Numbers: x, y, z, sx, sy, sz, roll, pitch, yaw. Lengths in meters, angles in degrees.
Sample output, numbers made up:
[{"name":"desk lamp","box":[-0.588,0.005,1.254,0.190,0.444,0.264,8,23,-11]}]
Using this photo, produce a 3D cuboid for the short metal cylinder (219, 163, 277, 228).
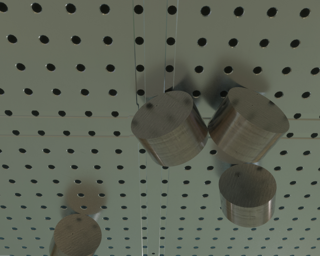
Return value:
[{"name":"short metal cylinder","box":[0.130,0.100,0.463,0.080,0.080,0.050,-8,130,6]}]

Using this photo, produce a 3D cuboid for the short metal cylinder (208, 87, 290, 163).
[{"name":"short metal cylinder","box":[0.105,-0.005,0.373,0.081,0.080,0.050,17,128,-14]}]

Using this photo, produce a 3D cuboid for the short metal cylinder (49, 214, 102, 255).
[{"name":"short metal cylinder","box":[-0.148,0.199,0.543,0.081,0.080,0.050,17,128,-14]}]

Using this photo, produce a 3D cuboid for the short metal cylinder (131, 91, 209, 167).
[{"name":"short metal cylinder","box":[0.012,0.000,0.376,0.080,0.080,0.050,-20,127,16]}]
